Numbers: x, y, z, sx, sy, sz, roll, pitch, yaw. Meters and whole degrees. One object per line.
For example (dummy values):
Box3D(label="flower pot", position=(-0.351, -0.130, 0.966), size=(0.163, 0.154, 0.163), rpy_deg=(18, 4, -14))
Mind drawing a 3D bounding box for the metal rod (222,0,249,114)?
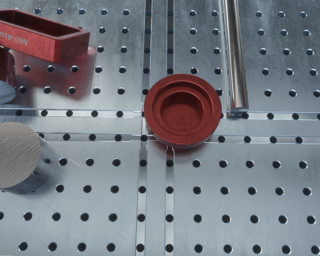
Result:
Box3D(label="metal rod", position=(0.109, -0.164, 0.472), size=(0.025, 0.025, 0.299), rpy_deg=(0, 70, 0))

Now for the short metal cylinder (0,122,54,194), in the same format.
Box3D(label="short metal cylinder", position=(-0.179, 0.038, 0.383), size=(0.081, 0.050, 0.080), rpy_deg=(0, 70, 0))

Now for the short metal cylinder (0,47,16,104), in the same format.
Box3D(label="short metal cylinder", position=(-0.234, -0.068, 0.406), size=(0.081, 0.080, 0.050), rpy_deg=(-10, 71, -4))

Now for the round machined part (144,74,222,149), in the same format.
Box3D(label="round machined part", position=(0.029, -0.019, 0.410), size=(0.099, 0.042, 0.098), rpy_deg=(0, 70, 0))

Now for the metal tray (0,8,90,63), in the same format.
Box3D(label="metal tray", position=(-0.176, -0.131, 0.426), size=(0.131, 0.030, 0.090), rpy_deg=(18, 27, 6))
